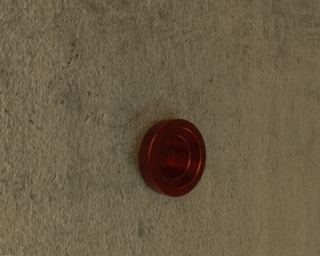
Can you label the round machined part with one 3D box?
[{"bbox_3d":[0.011,0.037,0.402,0.099,0.042,0.097,0,90,-40],"label":"round machined part"}]
